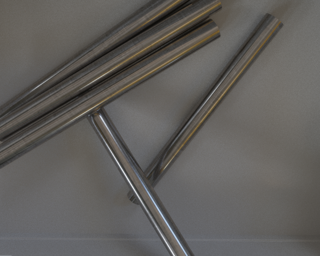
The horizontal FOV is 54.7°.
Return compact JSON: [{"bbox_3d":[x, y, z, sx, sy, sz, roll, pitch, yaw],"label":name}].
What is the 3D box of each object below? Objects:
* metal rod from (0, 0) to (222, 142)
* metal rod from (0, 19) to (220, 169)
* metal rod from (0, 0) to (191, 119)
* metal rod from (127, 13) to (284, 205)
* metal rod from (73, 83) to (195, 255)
[{"bbox_3d":[-0.064,-0.071,0.364,0.301,0.025,0.025,-31,108,2],"label":"metal rod"},{"bbox_3d":[-0.064,-0.041,0.365,0.301,0.025,0.025,-31,108,-1],"label":"metal rod"},{"bbox_3d":[-0.098,-0.080,0.380,0.300,0.025,0.025,-31,107,10],"label":"metal rod"},{"bbox_3d":[0.049,-0.013,0.406,0.025,0.025,0.299,33,107,-12],"label":"metal rod"},{"bbox_3d":[-0.024,0.073,0.384,0.025,0.025,0.299,-32,87,11],"label":"metal rod"}]
